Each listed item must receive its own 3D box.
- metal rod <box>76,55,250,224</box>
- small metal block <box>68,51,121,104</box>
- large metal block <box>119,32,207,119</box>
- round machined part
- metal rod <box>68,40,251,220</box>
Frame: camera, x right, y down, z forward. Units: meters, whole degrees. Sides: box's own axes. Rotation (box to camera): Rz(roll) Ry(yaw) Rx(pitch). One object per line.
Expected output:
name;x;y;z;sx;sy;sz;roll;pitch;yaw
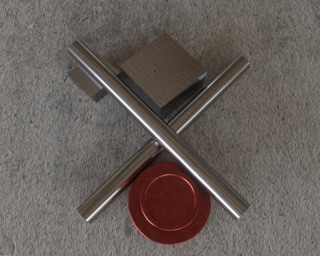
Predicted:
metal rod;0.014;0.005;0.409;0.025;0.025;0.301;43;75;13
small metal block;-0.090;-0.071;0.435;0.050;0.025;0.050;41;75;13
large metal block;0.004;-0.069;0.422;0.080;0.050;0.080;-40;75;-14
round machined part;0.012;0.087;0.368;0.099;0.042;0.098;0;70;-1
metal rod;-0.011;-0.007;0.385;0.025;0.025;0.300;-42;76;-14
